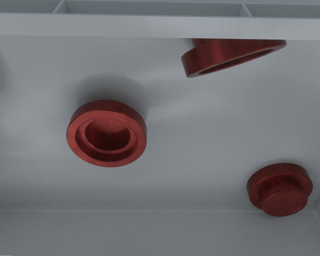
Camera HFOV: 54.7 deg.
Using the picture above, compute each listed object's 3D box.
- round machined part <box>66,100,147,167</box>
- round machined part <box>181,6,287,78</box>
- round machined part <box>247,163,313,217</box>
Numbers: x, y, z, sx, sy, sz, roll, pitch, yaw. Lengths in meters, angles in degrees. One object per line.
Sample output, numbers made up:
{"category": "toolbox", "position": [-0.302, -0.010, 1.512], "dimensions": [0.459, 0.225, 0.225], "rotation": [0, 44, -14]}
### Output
{"category": "round machined part", "position": [-0.066, 0.003, 0.399], "dimensions": [0.099, 0.042, 0.097], "rotation": [-1, 130, 0]}
{"category": "round machined part", "position": [0.067, -0.084, 0.303], "dimensions": [0.098, 0.098, 0.042], "rotation": [-16, 93, 13]}
{"category": "round machined part", "position": [0.191, 0.103, 0.489], "dimensions": [0.099, 0.042, 0.097], "rotation": [-1, 130, 0]}
